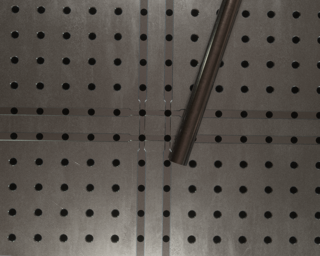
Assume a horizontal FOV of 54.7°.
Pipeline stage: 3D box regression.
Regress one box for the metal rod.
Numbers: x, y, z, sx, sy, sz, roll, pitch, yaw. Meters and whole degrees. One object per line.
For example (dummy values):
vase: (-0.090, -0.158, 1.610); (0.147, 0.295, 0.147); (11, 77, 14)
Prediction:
metal rod: (0.071, -0.095, 0.414); (0.025, 0.025, 0.298); (19, 90, -1)
